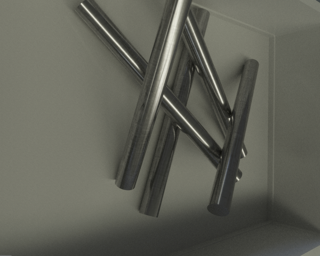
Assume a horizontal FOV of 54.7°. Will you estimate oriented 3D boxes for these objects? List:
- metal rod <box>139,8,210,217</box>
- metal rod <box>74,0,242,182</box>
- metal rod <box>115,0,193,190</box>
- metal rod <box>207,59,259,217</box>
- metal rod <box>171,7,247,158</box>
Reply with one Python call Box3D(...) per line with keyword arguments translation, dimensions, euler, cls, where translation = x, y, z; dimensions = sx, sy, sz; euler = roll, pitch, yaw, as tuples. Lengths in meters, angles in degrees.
Box3D(translation=(0.024, -0.030, 0.428), dimensions=(0.025, 0.025, 0.299), euler=(25, 74, -38), cls="metal rod")
Box3D(translation=(0.011, -0.033, 0.390), dimensions=(0.300, 0.025, 0.025), euler=(47, 62, -21), cls="metal rod")
Box3D(translation=(0.000, -0.066, 0.326), dimensions=(0.025, 0.025, 0.298), euler=(0, 116, -40), cls="metal rod")
Box3D(translation=(0.114, -0.009, 0.448), dimensions=(0.025, 0.025, 0.301), euler=(53, 42, -27), cls="metal rod")
Box3D(translation=(0.073, -0.065, 0.442), dimensions=(0.025, 0.025, 0.299), euler=(-51, 128, -28), cls="metal rod")
